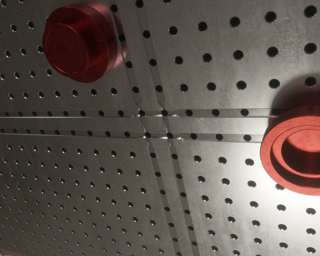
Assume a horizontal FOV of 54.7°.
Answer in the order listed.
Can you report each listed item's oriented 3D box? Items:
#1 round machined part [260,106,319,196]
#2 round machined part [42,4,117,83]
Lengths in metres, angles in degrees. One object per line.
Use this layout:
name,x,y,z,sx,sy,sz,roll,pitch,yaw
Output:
round machined part,0.160,0.021,0.328,0.098,0.042,0.097,13,124,20
round machined part,-0.107,-0.102,0.392,0.098,0.042,0.097,13,124,20
